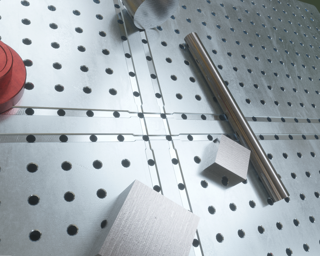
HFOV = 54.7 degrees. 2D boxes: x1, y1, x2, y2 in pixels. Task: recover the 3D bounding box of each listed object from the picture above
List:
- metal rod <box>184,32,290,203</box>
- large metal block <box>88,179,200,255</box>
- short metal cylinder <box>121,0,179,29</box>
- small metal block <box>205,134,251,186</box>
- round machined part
[{"bbox_3d":[0.113,-0.027,0.487,0.025,0.025,0.299,-13,68,-34],"label":"metal rod"},{"bbox_3d":[-0.016,0.113,0.316,0.080,0.050,0.080,33,51,-8],"label":"large metal block"},{"bbox_3d":[-0.017,-0.204,0.490,0.081,0.080,0.050,-19,72,-35],"label":"short metal cylinder"},{"bbox_3d":[0.096,0.045,0.435,0.050,0.025,0.050,30,52,-10],"label":"small metal block"},{"bbox_3d":[-0.196,-0.064,0.331,0.099,0.042,0.098,14,56,-21],"label":"round machined part"}]
